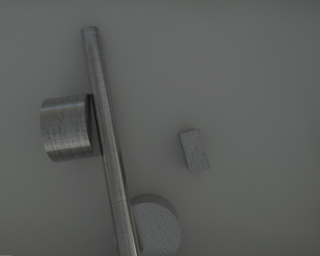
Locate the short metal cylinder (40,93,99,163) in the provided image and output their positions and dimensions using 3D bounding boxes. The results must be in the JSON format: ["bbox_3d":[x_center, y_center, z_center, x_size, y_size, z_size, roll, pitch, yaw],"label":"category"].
[{"bbox_3d":[-0.107,0.000,0.383,0.050,0.080,0.080,-8,90,0],"label":"short metal cylinder"}]

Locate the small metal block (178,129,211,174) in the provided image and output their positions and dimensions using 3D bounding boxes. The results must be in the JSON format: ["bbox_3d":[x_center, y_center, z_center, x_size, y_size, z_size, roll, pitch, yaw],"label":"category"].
[{"bbox_3d":[0.043,0.028,0.400,0.025,0.050,0.050,-15,90,0],"label":"small metal block"}]

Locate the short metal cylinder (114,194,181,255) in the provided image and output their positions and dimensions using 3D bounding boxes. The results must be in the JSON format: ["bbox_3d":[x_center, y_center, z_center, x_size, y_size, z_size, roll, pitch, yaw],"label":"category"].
[{"bbox_3d":[-0.015,0.130,0.399,0.081,0.050,0.079,0,90,-1],"label":"short metal cylinder"}]

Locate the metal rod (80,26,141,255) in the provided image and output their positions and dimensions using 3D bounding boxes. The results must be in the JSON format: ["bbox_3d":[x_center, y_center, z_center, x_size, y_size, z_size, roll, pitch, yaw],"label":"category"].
[{"bbox_3d":[-0.063,0.014,0.379,0.025,0.025,0.299,-12,78,0],"label":"metal rod"}]
